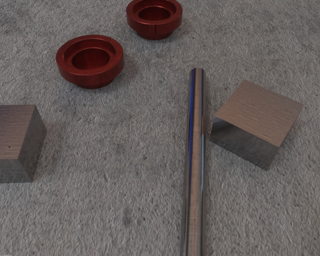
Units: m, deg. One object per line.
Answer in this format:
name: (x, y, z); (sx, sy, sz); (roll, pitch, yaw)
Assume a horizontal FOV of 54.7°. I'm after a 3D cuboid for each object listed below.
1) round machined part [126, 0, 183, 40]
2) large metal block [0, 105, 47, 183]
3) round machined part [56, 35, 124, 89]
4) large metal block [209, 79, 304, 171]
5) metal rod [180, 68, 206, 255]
round machined part: (-0.010, -0.194, 0.555); (0.099, 0.042, 0.098); (0, 50, 0)
large metal block: (-0.191, 0.019, 0.370); (0.081, 0.050, 0.080); (-1, 50, -1)
round machined part: (-0.104, -0.097, 0.473); (0.099, 0.042, 0.098); (0, 50, 0)
large metal block: (0.121, -0.006, 0.393); (0.080, 0.050, 0.080); (29, 56, 22)
metal rod: (0.043, 0.032, 0.376); (0.025, 0.025, 0.300); (4, 50, 3)
